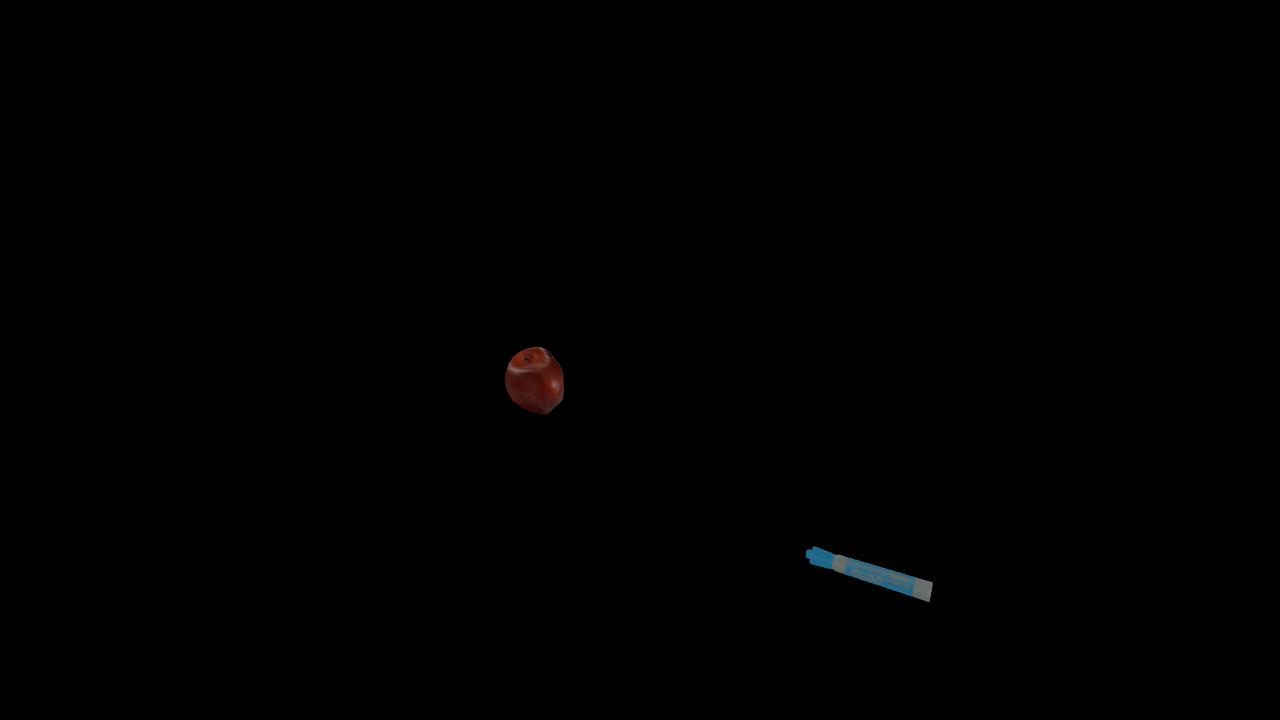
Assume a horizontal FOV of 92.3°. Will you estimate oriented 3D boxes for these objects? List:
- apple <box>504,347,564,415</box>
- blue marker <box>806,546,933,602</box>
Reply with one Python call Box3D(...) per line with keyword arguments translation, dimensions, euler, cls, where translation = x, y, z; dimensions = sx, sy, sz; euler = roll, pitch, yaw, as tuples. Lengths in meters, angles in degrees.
Box3D(translation=(-0.142, 0.029, 0.833), dimensions=(0.079, 0.093, 0.079), euler=(-8, 39, 7), cls="apple")
Box3D(translation=(0.227, 0.214, 0.619), dimensions=(0.121, 0.020, 0.020), euler=(10, 5, 29), cls="blue marker")
